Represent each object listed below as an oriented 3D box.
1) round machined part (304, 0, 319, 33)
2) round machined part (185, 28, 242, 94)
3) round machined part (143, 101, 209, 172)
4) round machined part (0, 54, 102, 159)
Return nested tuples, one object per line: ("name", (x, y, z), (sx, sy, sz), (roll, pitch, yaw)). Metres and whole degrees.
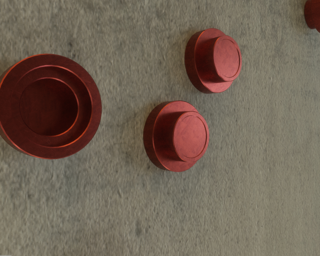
("round machined part", (0.363, -0.263, 0.702), (0.099, 0.042, 0.097), (0, 90, -40))
("round machined part", (0.087, -0.102, 0.469), (0.099, 0.042, 0.097), (0, 90, -40))
("round machined part", (0.029, 0.011, 0.420), (0.099, 0.042, 0.097), (0, 90, -40))
("round machined part", (-0.111, -0.020, 0.302), (0.099, 0.042, 0.097), (0, 90, -40))
